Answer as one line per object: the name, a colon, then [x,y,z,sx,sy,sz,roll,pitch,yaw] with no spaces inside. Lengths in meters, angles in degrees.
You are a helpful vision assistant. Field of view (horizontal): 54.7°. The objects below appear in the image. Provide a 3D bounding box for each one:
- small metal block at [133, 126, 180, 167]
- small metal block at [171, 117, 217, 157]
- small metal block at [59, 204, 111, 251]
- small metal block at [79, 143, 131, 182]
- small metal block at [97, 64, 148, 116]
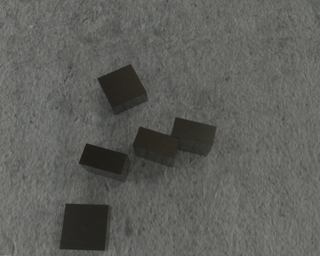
small metal block: [-0.004,0.025,0.386,0.050,0.050,0.025,17,71,6]
small metal block: [0.040,0.012,0.391,0.050,0.050,0.025,13,71,4]
small metal block: [-0.086,0.117,0.364,0.050,0.025,0.050,2,70,0]
small metal block: [-0.065,0.044,0.378,0.050,0.050,0.025,15,71,5]
small metal block: [-0.051,-0.053,0.427,0.050,0.025,0.050,-26,72,-9]
